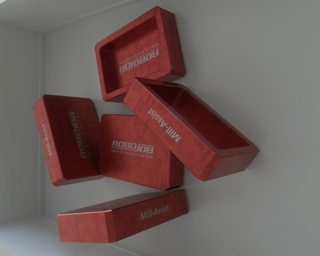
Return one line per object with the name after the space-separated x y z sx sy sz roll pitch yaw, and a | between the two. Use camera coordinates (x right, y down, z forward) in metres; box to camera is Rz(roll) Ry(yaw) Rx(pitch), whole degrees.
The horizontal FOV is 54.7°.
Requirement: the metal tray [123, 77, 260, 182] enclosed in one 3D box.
0.033 -0.004 0.333 0.130 0.091 0.030 45 118 30 | metal tray

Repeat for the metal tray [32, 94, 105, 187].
-0.129 0.016 0.466 0.030 0.091 0.129 -30 72 35 | metal tray

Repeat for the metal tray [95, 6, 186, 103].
-0.032 -0.095 0.426 0.130 0.030 0.090 -17 79 38 | metal tray

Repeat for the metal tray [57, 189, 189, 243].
-0.039 0.101 0.365 0.090 0.131 0.030 -16 81 38 | metal tray

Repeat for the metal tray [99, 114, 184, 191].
-0.028 0.028 0.421 0.130 0.030 0.089 5 93 39 | metal tray
